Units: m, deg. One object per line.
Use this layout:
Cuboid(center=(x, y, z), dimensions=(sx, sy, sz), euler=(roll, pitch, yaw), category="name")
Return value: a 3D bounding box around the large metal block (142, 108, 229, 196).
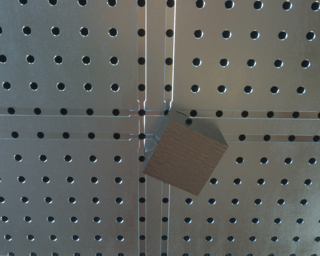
Cuboid(center=(0.031, 0.031, 0.412), dimensions=(0.080, 0.050, 0.080), euler=(25, 108, -9), category="large metal block")
